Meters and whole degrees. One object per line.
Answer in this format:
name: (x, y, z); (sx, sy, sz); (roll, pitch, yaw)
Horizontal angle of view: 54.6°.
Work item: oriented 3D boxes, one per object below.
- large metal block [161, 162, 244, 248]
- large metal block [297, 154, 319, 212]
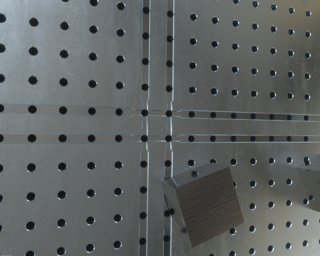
large metal block: (0.057, 0.100, 0.420); (0.081, 0.050, 0.080); (-18, 96, -19)
large metal block: (0.276, 0.091, 0.485); (0.050, 0.080, 0.080); (-26, 99, -18)
